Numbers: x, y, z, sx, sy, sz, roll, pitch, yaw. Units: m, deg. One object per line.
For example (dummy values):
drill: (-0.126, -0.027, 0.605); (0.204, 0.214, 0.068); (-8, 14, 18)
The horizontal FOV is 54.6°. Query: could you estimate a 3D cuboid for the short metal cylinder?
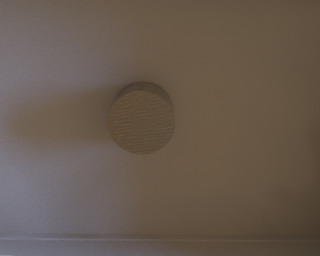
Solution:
short metal cylinder: (-0.022, -0.013, 0.390); (0.080, 0.050, 0.079); (0, 110, 0)
